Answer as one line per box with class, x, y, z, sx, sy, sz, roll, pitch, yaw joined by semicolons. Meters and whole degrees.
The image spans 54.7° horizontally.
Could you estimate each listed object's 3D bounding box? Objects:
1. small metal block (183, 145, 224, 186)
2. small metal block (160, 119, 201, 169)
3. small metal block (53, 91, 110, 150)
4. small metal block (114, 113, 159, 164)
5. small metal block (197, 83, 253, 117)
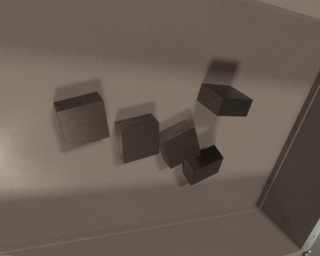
small metal block;0.064;0.057;0.471;0.050;0.025;0.050;-23;149;-15
small metal block;0.026;0.023;0.439;0.050;0.025;0.050;-26;128;-12
small metal block;-0.089;-0.009;0.356;0.050;0.025;0.050;-17;126;-19
small metal block;-0.029;0.013;0.402;0.050;0.025;0.050;-14;125;-21
small metal block;0.087;-0.038;0.418;0.050;0.050;0.025;0;118;-29
